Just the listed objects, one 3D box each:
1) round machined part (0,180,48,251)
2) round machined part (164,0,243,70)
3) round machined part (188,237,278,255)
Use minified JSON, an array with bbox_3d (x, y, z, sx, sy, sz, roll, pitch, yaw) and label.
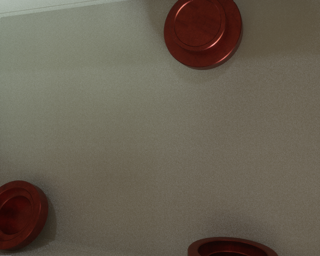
[{"bbox_3d":[-0.211,0.131,0.463,0.098,0.042,0.098,-6,63,12],"label":"round machined part"},{"bbox_3d":[0.051,-0.124,0.383,0.098,0.042,0.097,0,90,20],"label":"round machined part"},{"bbox_3d":[0.080,0.158,0.343,0.098,0.098,0.042,1,89,20],"label":"round machined part"}]
